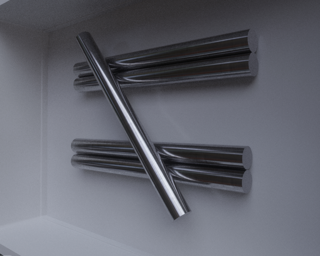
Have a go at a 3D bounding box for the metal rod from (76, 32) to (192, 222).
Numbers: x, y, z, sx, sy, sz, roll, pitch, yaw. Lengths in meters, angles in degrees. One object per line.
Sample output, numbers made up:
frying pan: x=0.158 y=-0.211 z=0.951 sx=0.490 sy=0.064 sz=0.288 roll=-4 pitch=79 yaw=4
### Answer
metal rod: x=-0.045 y=-0.018 z=0.410 sx=0.025 sy=0.025 sz=0.299 roll=-45 pitch=63 yaw=31

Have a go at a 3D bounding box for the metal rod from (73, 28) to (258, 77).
metal rod: x=-0.018 y=-0.094 z=0.420 sx=0.300 sy=0.025 sz=0.025 roll=1 pitch=91 yaw=40

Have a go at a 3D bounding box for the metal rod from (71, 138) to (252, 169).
metal rod: x=-0.023 y=0.030 z=0.423 sx=0.300 sy=0.025 sz=0.025 roll=0 pitch=90 yaw=40

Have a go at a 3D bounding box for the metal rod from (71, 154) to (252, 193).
metal rod: x=-0.023 y=0.056 z=0.424 sx=0.300 sy=0.025 sz=0.025 roll=0 pitch=90 yaw=40

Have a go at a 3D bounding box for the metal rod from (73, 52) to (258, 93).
metal rod: x=-0.018 y=-0.069 z=0.419 sx=0.300 sy=0.025 sz=0.025 roll=1 pitch=91 yaw=40
